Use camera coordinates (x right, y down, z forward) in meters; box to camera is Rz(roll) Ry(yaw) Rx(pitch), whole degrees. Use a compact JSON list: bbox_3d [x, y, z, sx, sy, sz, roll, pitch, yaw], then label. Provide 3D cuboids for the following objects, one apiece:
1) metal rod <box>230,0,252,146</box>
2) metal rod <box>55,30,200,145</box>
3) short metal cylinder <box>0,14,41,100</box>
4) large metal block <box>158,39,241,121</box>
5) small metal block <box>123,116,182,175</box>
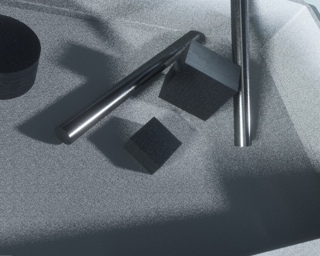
[{"bbox_3d":[0.119,-0.123,0.456,0.025,0.025,0.298,-4,93,-30],"label":"metal rod"},{"bbox_3d":[-0.025,-0.074,0.438,0.025,0.025,0.302,44,51,1],"label":"metal rod"},{"bbox_3d":[-0.178,-0.078,0.342,0.081,0.050,0.080,14,56,-21],"label":"short metal cylinder"},{"bbox_3d":[0.056,-0.065,0.442,0.080,0.080,0.050,27,52,-12],"label":"large metal block"},{"bbox_3d":[-0.009,0.022,0.389,0.050,0.025,0.050,44,51,2],"label":"small metal block"}]
